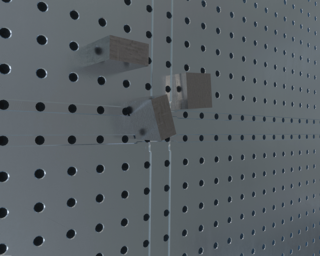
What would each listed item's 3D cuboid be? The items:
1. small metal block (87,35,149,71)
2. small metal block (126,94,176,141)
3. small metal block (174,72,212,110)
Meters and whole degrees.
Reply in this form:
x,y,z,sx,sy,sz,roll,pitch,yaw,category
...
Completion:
x,y,z,sx,sy,sz,roll,pitch,yaw,category
-0.048,-0.083,0.351,0.050,0.050,0.025,1,90,-40,small metal block
-0.011,-0.013,0.383,0.025,0.050,0.050,-23,104,-38,small metal block
0.048,-0.053,0.448,0.050,0.025,0.050,-6,94,-40,small metal block
